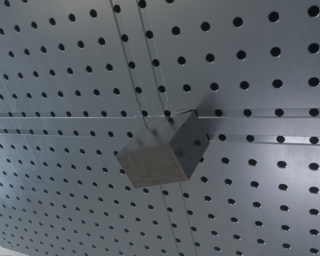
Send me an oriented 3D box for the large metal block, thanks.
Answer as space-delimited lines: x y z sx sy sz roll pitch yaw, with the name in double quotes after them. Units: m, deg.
0.006 0.027 0.390 0.080 0.080 0.050 -16 110 34 "large metal block"
